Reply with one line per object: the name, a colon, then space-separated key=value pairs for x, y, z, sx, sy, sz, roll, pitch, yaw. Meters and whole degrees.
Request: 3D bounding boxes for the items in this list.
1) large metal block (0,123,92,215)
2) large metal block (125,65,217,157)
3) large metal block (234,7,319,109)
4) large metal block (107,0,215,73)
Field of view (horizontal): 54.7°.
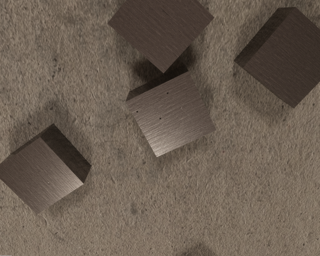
large metal block: x=-0.154 y=0.054 z=0.414 sx=0.080 sy=0.050 sz=0.080 roll=-34 pitch=107 yaw=11
large metal block: x=0.014 y=-0.023 z=0.388 sx=0.080 sy=0.050 sz=0.080 roll=-25 pitch=109 yaw=8
large metal block: x=0.150 y=-0.084 z=0.368 sx=0.080 sy=0.050 sz=0.080 roll=36 pitch=106 yaw=-13
large metal block: x=0.001 y=-0.123 z=0.351 sx=0.080 sy=0.050 sz=0.080 roll=40 pitch=105 yaw=-14
